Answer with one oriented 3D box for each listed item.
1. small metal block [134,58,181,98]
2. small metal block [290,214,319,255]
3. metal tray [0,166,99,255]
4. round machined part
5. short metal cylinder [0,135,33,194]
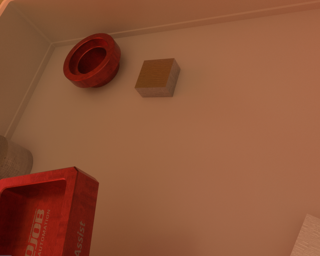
[{"bbox_3d":[-0.003,-0.072,0.450,0.050,0.025,0.050,2,63,29],"label":"small metal block"},{"bbox_3d":[0.143,0.109,0.264,0.050,0.025,0.050,19,72,35],"label":"small metal block"},{"bbox_3d":[-0.101,0.100,0.241,0.090,0.030,0.130,-11,57,21],"label":"metal tray"},{"bbox_3d":[-0.107,-0.106,0.514,0.098,0.042,0.098,-13,56,20],"label":"round machined part"},{"bbox_3d":[-0.248,0.058,0.481,0.080,0.050,0.080,-13,56,20],"label":"short metal cylinder"}]
